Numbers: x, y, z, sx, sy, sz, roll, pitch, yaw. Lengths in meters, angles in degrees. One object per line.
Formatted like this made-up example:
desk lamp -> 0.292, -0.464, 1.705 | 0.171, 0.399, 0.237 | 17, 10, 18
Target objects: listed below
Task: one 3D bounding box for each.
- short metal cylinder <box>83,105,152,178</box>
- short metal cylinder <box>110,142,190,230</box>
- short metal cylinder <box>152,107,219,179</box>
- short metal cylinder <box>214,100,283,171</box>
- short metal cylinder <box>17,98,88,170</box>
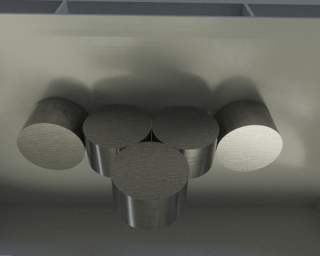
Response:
short metal cylinder -> -0.051, 0.015, 0.383 | 0.081, 0.080, 0.050 | 1, 130, -1
short metal cylinder -> -0.011, 0.060, 0.331 | 0.081, 0.080, 0.050 | 1, 130, -1
short metal cylinder -> 0.030, 0.017, 0.385 | 0.081, 0.080, 0.050 | 1, 130, -1
short metal cylinder -> 0.110, 0.011, 0.401 | 0.081, 0.050, 0.079 | 0, 130, 0
short metal cylinder -> -0.132, 0.009, 0.396 | 0.081, 0.050, 0.079 | 0, 130, 0
